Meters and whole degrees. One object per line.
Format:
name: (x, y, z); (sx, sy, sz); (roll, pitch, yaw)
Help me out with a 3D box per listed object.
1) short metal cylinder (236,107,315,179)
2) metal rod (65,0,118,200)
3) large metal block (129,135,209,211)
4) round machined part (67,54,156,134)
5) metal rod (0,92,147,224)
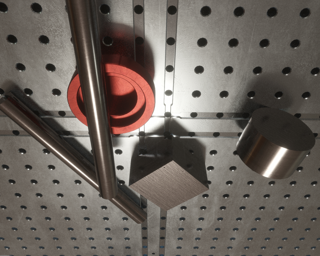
short metal cylinder: (0.145, 0.018, 0.393); (0.081, 0.080, 0.050); (9, 129, -8)
metal rod: (-0.069, -0.024, 0.334); (0.025, 0.025, 0.298); (0, 130, -1)
large metal block: (0.013, 0.068, 0.454); (0.080, 0.050, 0.080); (-34, 123, 25)
round machined part: (-0.054, -0.043, 0.363); (0.099, 0.042, 0.097); (-1, 130, 0)
metal rod: (-0.112, 0.061, 0.461); (0.025, 0.025, 0.300); (-26, 126, 20)
